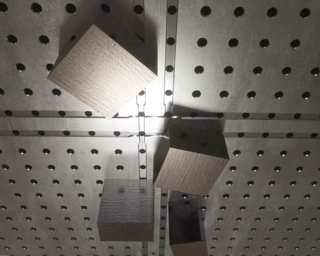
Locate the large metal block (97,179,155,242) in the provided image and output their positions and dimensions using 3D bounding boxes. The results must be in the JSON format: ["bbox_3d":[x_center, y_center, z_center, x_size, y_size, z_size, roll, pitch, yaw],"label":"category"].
[{"bbox_3d":[-0.049,0.127,0.483,0.081,0.080,0.050,1,130,-2],"label":"large metal block"}]

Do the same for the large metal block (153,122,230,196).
[{"bbox_3d":[0.040,0.045,0.435,0.081,0.050,0.079,12,129,-11],"label":"large metal block"}]

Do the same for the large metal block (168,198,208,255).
[{"bbox_3d":[0.049,0.180,0.530,0.050,0.080,0.080,-11,129,9],"label":"large metal block"}]

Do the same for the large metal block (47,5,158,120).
[{"bbox_3d":[-0.059,-0.068,0.336,0.080,0.050,0.080,36,121,-27],"label":"large metal block"}]
